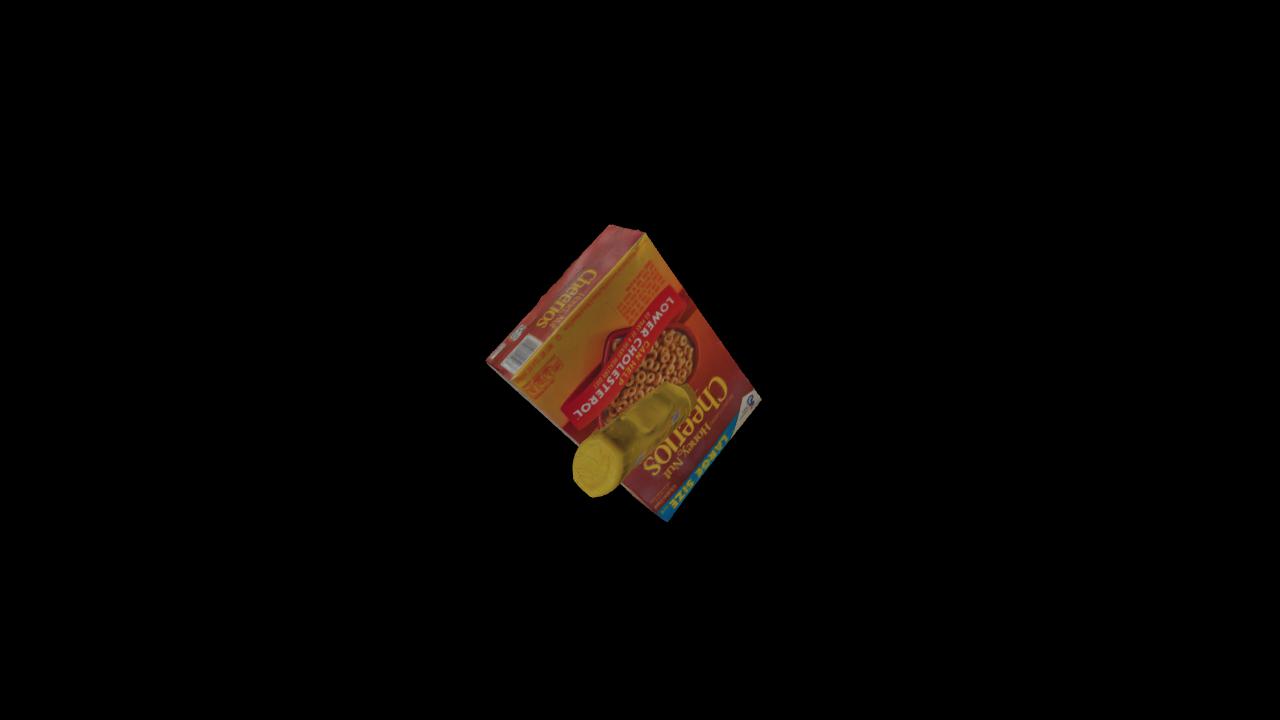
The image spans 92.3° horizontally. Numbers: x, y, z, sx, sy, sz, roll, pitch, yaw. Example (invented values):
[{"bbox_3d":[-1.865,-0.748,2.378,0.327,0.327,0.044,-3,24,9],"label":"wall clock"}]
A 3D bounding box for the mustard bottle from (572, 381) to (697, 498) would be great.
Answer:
[{"bbox_3d":[0.009,0.069,0.659,0.054,0.092,0.184,38,42,17],"label":"mustard bottle"}]

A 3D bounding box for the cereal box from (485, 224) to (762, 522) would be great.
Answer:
[{"bbox_3d":[0.001,0.027,0.706,0.081,0.203,0.306,27,-18,50],"label":"cereal box"}]
